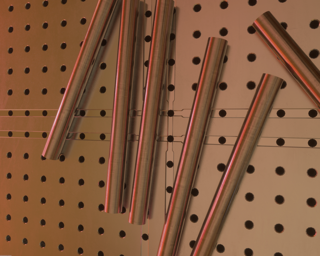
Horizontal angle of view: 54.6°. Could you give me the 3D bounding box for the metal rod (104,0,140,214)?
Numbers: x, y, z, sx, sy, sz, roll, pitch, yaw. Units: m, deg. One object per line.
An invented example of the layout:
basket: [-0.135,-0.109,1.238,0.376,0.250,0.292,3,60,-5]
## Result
metal rod: [-0.053,-0.032,0.431,0.025,0.025,0.298,6,92,20]

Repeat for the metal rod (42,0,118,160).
metal rod: [-0.110,-0.093,0.452,0.025,0.025,0.299,25,98,18]

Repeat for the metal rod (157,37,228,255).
metal rod: [0.039,0.035,0.399,0.025,0.025,0.298,15,95,19]

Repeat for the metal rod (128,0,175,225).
metal rod: [-0.012,-0.020,0.417,0.025,0.025,0.298,8,93,20]

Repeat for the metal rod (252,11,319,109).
metal rod: [0.203,-0.009,0.340,0.025,0.025,0.299,-38,78,16]

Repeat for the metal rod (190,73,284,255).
metal rod: [0.082,0.079,0.383,0.025,0.025,0.299,22,97,18]
